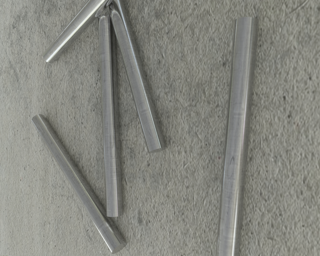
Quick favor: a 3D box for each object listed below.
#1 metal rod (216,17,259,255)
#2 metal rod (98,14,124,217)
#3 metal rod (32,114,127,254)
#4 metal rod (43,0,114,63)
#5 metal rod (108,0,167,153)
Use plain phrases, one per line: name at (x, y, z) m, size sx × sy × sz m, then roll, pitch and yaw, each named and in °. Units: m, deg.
metal rod at (0.082, 0.035, 0.337) m, size 0.025 × 0.025 × 0.298 m, roll 7°, pitch 94°, yaw 40°
metal rod at (-0.075, -0.020, 0.466) m, size 0.025 × 0.025 × 0.298 m, roll -5°, pitch 87°, yaw 40°
metal rod at (-0.148, 0.080, 0.527) m, size 0.300 × 0.025 × 0.025 m, roll 48°, pitch 118°, yaw 29°
metal rod at (-0.109, -0.172, 0.468) m, size 0.299 × 0.025 × 0.025 m, roll -23°, pitch 76°, yaw 46°
metal rod at (-0.044, -0.110, 0.441) m, size 0.025 × 0.025 × 0.299 m, roll -26°, pitch 74°, yaw 37°
